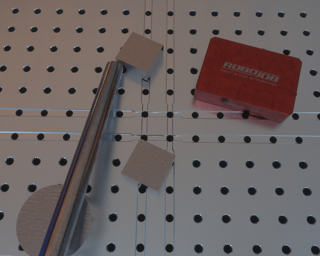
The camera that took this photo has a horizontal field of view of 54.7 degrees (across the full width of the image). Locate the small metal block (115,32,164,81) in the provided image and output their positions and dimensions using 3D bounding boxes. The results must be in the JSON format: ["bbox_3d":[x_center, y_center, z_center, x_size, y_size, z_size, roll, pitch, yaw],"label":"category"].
[{"bbox_3d":[-0.029,-0.104,0.449,0.050,0.025,0.050,26,72,9],"label":"small metal block"}]

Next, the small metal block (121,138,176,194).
[{"bbox_3d":[-0.014,0.049,0.394,0.050,0.025,0.050,25,72,9],"label":"small metal block"}]

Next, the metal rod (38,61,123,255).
[{"bbox_3d":[-0.086,0.033,0.356,0.025,0.025,0.300,8,54,3],"label":"metal rod"}]

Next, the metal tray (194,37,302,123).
[{"bbox_3d":[0.123,-0.069,0.435,0.131,0.030,0.090,16,71,6],"label":"metal tray"}]

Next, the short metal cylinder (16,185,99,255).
[{"bbox_3d":[-0.114,0.109,0.357,0.081,0.050,0.080,0,70,0],"label":"short metal cylinder"}]
